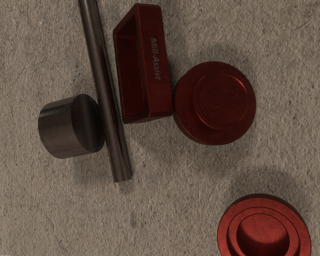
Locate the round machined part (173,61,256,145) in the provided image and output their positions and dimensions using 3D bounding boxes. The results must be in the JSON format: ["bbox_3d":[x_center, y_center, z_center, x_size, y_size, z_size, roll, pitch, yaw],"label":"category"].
[{"bbox_3d":[0.065,-0.029,0.354,0.099,0.042,0.097,1,85,-11],"label":"round machined part"}]

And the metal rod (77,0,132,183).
[{"bbox_3d":[-0.082,-0.073,0.436,0.025,0.025,0.298,-14,86,19],"label":"metal rod"}]

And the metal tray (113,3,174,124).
[{"bbox_3d":[-0.024,-0.074,0.385,0.090,0.030,0.129,-11,85,63],"label":"metal tray"}]

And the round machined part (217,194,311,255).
[{"bbox_3d":[0.119,0.124,0.358,0.098,0.042,0.097,0,90,19],"label":"round machined part"}]

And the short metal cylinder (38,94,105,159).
[{"bbox_3d":[-0.116,-0.002,0.419,0.050,0.080,0.080,-13,86,19],"label":"short metal cylinder"}]
